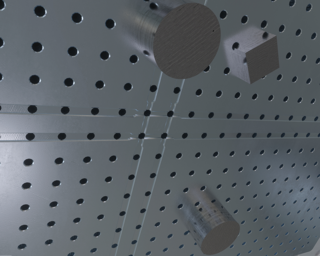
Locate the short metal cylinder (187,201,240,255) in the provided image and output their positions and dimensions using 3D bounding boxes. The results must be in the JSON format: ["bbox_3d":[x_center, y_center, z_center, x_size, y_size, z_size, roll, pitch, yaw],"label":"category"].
[{"bbox_3d":[0.096,0.180,0.559,0.081,0.050,0.079,-14,124,-21],"label":"short metal cylinder"}]

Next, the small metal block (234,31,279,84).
[{"bbox_3d":[0.133,-0.096,0.424,0.050,0.025,0.050,-30,129,-9],"label":"small metal block"}]

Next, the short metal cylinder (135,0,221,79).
[{"bbox_3d":[0.019,-0.101,0.343,0.081,0.050,0.079,-14,124,-21],"label":"short metal cylinder"}]
